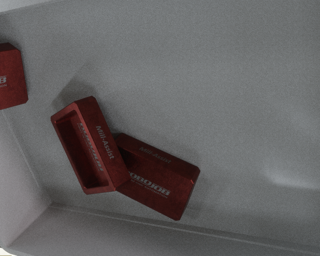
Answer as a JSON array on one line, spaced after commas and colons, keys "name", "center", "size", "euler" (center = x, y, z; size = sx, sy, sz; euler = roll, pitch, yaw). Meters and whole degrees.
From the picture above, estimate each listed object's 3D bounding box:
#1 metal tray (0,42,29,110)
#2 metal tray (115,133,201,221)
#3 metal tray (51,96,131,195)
[{"name": "metal tray", "center": [-0.262, -0.063, 0.436], "size": [0.030, 0.131, 0.089], "euler": [35, 133, 35]}, {"name": "metal tray", "center": [-0.016, 0.072, 0.457], "size": [0.130, 0.030, 0.089], "euler": [24, 127, 13]}, {"name": "metal tray", "center": [-0.101, 0.029, 0.444], "size": [0.090, 0.030, 0.129], "euler": [-19, 96, 47]}]
